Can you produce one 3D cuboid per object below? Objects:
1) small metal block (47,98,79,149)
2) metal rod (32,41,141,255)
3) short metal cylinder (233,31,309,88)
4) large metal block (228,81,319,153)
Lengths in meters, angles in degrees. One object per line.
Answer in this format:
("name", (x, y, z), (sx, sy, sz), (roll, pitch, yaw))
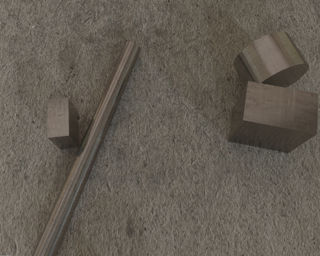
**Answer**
("small metal block", (-0.122, -0.005, 0.396), (0.025, 0.050, 0.050), (-6, 70, -2))
("metal rod", (-0.086, 0.015, 0.401), (0.025, 0.025, 0.299), (17, 71, 6))
("short metal cylinder", (0.145, -0.081, 0.410), (0.080, 0.080, 0.050), (-20, 72, -7))
("large metal block", (0.136, -0.010, 0.384), (0.080, 0.080, 0.050), (11, 71, 4))
